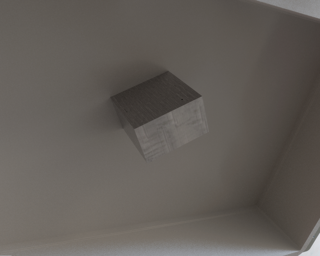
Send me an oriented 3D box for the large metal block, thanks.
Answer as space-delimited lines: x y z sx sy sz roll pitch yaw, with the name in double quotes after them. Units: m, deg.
-0.002 -0.016 0.364 0.080 0.080 0.050 -27 128 -12 "large metal block"
